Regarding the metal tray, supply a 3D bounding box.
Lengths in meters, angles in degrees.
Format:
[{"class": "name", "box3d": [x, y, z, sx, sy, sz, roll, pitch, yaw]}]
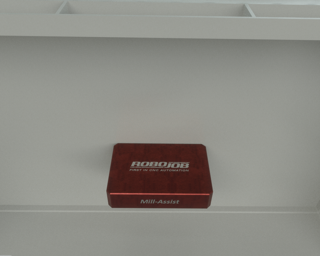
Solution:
[{"class": "metal tray", "box3d": [0.000, 0.062, 0.418, 0.131, 0.090, 0.030, 1, 130, -1]}]
